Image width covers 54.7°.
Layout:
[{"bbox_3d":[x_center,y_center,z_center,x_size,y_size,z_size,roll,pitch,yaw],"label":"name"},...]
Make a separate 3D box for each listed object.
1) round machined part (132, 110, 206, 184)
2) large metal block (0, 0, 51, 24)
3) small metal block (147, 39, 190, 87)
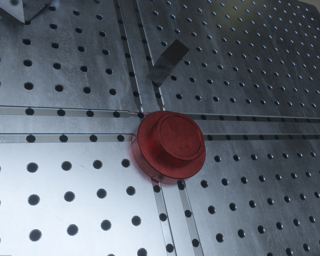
[{"bbox_3d":[0.017,0.019,0.397,0.099,0.042,0.098,14,56,-21],"label":"round machined part"},{"bbox_3d":[-0.185,-0.199,0.403,0.080,0.050,0.080,35,64,-5],"label":"large metal block"},{"bbox_3d":[0.012,-0.096,0.459,0.025,0.050,0.050,39,51,-3],"label":"small metal block"}]
